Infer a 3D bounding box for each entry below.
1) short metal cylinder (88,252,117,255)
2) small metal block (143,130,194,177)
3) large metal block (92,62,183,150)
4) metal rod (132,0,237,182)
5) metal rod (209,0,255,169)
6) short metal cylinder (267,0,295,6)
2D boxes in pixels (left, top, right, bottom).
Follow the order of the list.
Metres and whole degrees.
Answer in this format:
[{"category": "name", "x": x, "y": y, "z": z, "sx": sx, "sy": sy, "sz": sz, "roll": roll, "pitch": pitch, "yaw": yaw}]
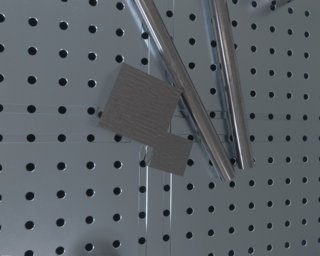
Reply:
[{"category": "short metal cylinder", "x": -0.070, "y": 0.200, "z": 0.374, "sx": 0.081, "sy": 0.050, "sz": 0.079, "roll": 0, "pitch": 90, "yaw": -20}, {"category": "small metal block", "x": 0.011, "y": 0.033, "z": 0.417, "sx": 0.050, "sy": 0.025, "sz": 0.050, "roll": 19, "pitch": 84, "yaw": -19}, {"category": "large metal block", "x": -0.030, "y": -0.025, "z": 0.389, "sx": 0.080, "sy": 0.050, "sz": 0.080, "roll": 23, "pitch": 82, "yaw": -19}, {"category": "metal rod", "x": 0.032, "y": -0.060, "z": 0.424, "sx": 0.025, "sy": 0.025, "sz": 0.299, "roll": -30, "pitch": 100, "yaw": -18}, {"category": "metal rod", "x": 0.100, "y": -0.088, "z": 0.449, "sx": 0.025, "sy": 0.025, "sz": 0.298, "roll": -12, "pitch": 94, "yaw": -20}, {"category": "short metal cylinder", "x": 0.196, "y": -0.235, "z": 0.472, "sx": 0.081, "sy": 0.050, "sz": 0.079, "roll": 0, "pitch": 90, "yaw": -20}]
